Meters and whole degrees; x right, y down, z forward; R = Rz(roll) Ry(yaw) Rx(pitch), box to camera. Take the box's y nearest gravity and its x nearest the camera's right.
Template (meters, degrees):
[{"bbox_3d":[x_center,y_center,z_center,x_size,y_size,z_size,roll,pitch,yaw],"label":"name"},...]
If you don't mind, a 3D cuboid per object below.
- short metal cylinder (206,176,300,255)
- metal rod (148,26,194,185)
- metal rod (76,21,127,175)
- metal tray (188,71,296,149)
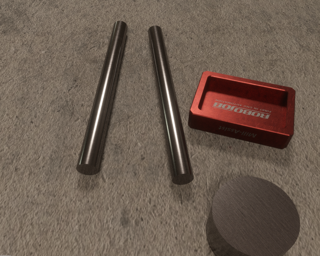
[{"bbox_3d":[0.089,0.096,0.308,0.081,0.050,0.080,0,50,0],"label":"short metal cylinder"},{"bbox_3d":[0.009,-0.055,0.449,0.025,0.025,0.300,-5,50,-5],"label":"metal rod"},{"bbox_3d":[-0.078,-0.066,0.457,0.025,0.025,0.300,2,50,1],"label":"metal rod"},{"bbox_3d":[0.113,-0.028,0.424,0.131,0.030,0.090,13,51,10],"label":"metal tray"}]
